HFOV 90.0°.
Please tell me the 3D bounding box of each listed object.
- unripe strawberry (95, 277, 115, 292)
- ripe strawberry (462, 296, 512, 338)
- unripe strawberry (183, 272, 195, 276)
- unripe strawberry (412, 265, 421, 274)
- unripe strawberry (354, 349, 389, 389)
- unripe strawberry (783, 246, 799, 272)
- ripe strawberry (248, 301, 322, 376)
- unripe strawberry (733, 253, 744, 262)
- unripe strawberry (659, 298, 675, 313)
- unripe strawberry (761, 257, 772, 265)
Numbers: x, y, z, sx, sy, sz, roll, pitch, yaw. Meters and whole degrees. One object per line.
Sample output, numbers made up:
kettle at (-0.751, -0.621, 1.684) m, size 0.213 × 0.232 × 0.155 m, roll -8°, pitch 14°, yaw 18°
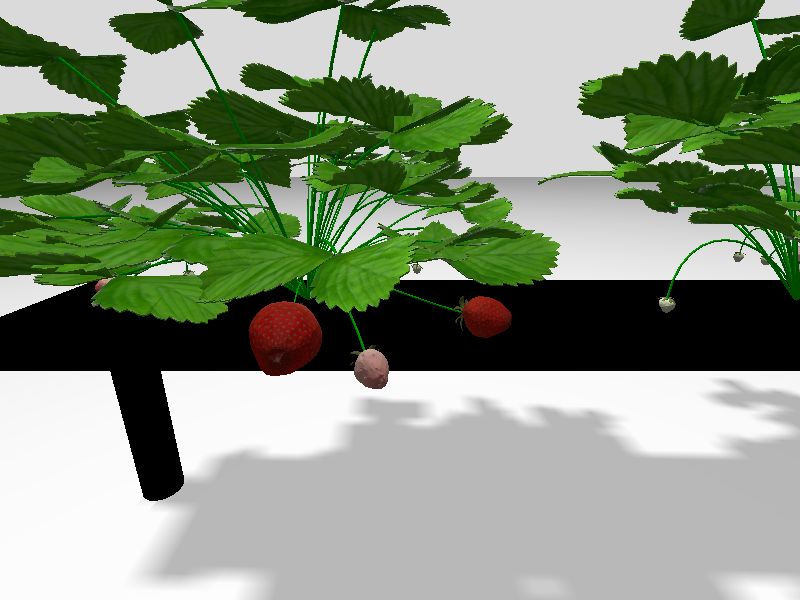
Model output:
unripe strawberry at (-0.265, -0.013, 0.369) m, size 0.025 × 0.024 × 0.027 m, roll -6°, pitch 19°, yaw 3°
ripe strawberry at (0.063, 0.012, 0.287) m, size 0.034 × 0.029 × 0.034 m, roll 11°, pitch 22°, yaw 27°
unripe strawberry at (-0.219, -0.024, 0.416) m, size 0.011 × 0.012 × 0.011 m, roll 7°, pitch 20°, yaw 20°
unripe strawberry at (0.019, -0.035, 0.453) m, size 0.010 × 0.010 × 0.011 m, roll -16°, pitch 24°, yaw -38°
unripe strawberry at (-0.015, 0.039, 0.220) m, size 0.020 × 0.022 × 0.021 m, roll -8°, pitch 38°, yaw -23°
unripe strawberry at (0.453, -0.045, 0.452) m, size 0.032 × 0.034 × 0.035 m, roll 17°, pitch 25°, yaw 41°
ripe strawberry at (-0.068, 0.025, 0.236) m, size 0.042 × 0.045 × 0.045 m, roll -2°, pitch 20°, yaw -7°
unripe strawberry at (0.418, -0.052, 0.494) m, size 0.010 × 0.011 × 0.011 m, roll 7°, pitch 20°, yaw 20°
unripe strawberry at (0.208, 0.004, 0.313) m, size 0.010 × 0.011 × 0.011 m, roll -7°, pitch 20°, yaw -18°
unripe strawberry at (0.458, -0.049, 0.501) m, size 0.011 × 0.011 × 0.010 m, roll 12°, pitch 22°, yaw 32°
